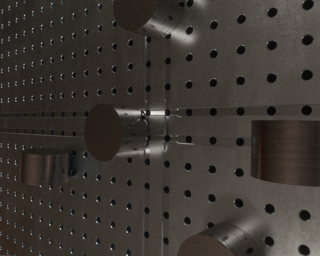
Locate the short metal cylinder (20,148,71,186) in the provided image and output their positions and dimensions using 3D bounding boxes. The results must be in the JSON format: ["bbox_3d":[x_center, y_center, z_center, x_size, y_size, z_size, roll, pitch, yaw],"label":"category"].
[{"bbox_3d":[-0.196,0.064,0.532,0.080,0.081,0.050,6,94,39],"label":"short metal cylinder"}]

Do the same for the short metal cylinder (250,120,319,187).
[{"bbox_3d":[0.122,0.019,0.272,0.080,0.081,0.050,2,91,39],"label":"short metal cylinder"}]

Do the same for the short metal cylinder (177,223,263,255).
[{"bbox_3d":[0.065,0.150,0.338,0.080,0.050,0.079,0,90,39],"label":"short metal cylinder"}]

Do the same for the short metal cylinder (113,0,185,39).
[{"bbox_3d":[-0.015,-0.161,0.403,0.080,0.050,0.079,0,90,39],"label":"short metal cylinder"}]

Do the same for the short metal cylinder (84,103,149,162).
[{"bbox_3d":[-0.063,0.006,0.443,0.080,0.050,0.079,0,90,39],"label":"short metal cylinder"}]
